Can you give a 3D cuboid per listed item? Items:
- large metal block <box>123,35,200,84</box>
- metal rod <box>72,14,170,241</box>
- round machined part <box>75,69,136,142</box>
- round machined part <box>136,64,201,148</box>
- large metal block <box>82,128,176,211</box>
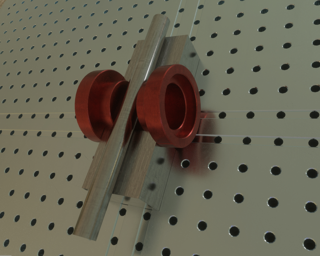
[{"bbox_3d":[0.003,-0.081,0.440,0.080,0.050,0.080,2,63,29],"label":"large metal block"},{"bbox_3d":[-0.038,-0.019,0.376,0.025,0.025,0.300,3,63,29],"label":"metal rod"},{"bbox_3d":[-0.062,-0.028,0.410,0.042,0.098,0.098,2,63,29],"label":"round machined part"},{"bbox_3d":[0.008,-0.025,0.372,0.042,0.098,0.098,-1,61,33],"label":"round machined part"},{"bbox_3d":[-0.036,0.049,0.380,0.080,0.050,0.080,3,63,29],"label":"large metal block"}]
